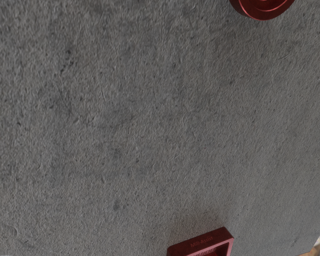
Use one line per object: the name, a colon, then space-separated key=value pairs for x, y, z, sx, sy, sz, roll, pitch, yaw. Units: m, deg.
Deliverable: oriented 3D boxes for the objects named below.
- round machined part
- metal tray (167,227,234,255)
round machined part: x=0.115 y=-0.177 z=0.351 sx=0.099 sy=0.042 sz=0.097 roll=-14 pitch=125 yaw=-21
metal tray: x=0.076 y=0.252 z=0.603 sx=0.131 sy=0.030 sz=0.089 roll=-11 pitch=123 yaw=-23
